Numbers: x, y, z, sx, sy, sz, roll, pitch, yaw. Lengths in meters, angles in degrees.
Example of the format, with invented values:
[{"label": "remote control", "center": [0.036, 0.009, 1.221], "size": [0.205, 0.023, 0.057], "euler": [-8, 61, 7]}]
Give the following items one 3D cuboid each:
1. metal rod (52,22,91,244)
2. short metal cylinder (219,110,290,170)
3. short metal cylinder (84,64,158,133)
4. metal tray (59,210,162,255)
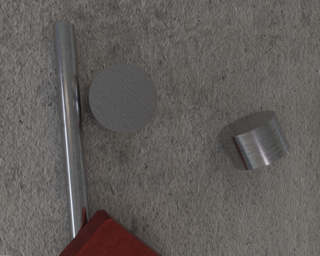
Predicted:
[{"label": "metal rod", "center": [-0.103, 0.027, 0.371], "size": [0.025, 0.025, 0.298], "euler": [-5, 92, -20]}, {"label": "short metal cylinder", "center": [0.129, 0.016, 0.428], "size": [0.080, 0.080, 0.050], "euler": [-29, 100, -18]}, {"label": "short metal cylinder", "center": [-0.049, -0.034, 0.378], "size": [0.081, 0.050, 0.080], "euler": [0, 90, -20]}, {"label": "metal tray", "center": [-0.053, 0.171, 0.373], "size": [0.090, 0.030, 0.130], "euler": [-49, 118, -13]}]
